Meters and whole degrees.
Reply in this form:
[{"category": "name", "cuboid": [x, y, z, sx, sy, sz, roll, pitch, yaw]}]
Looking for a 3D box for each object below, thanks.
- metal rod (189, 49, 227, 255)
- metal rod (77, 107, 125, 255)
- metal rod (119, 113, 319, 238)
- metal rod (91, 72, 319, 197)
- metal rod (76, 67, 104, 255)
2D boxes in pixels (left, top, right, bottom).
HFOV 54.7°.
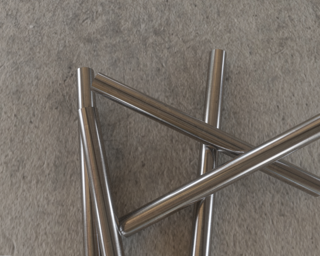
[{"category": "metal rod", "cuboid": [0.063, 0.032, 0.397, 0.025, 0.025, 0.299, 8, 70, 2]}, {"category": "metal rod", "cuboid": [-0.056, 0.120, 0.346, 0.025, 0.025, 0.299, -12, 77, -5]}, {"category": "metal rod", "cuboid": [0.088, 0.046, 0.353, 0.301, 0.025, 0.025, -28, 72, 5]}, {"category": "metal rod", "cuboid": [0.059, 0.009, 0.376, 0.301, 0.025, 0.025, 25, 72, -1]}, {"category": "metal rod", "cuboid": [-0.086, 0.060, 0.385, 0.025, 0.025, 0.299, -7, 70, -3]}]
